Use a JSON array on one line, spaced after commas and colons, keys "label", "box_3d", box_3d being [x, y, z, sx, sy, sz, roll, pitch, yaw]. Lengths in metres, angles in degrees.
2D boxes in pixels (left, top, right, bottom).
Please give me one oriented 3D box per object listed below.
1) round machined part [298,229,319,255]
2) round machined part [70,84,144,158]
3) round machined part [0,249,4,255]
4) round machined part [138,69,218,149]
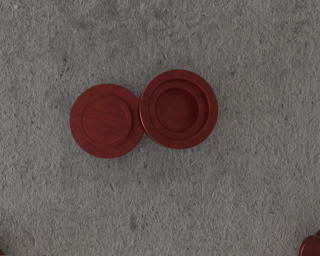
[{"label": "round machined part", "box_3d": [0.204, 0.168, 0.375, 0.042, 0.098, 0.097, 10, 90, 0]}, {"label": "round machined part", "box_3d": [-0.068, -0.009, 0.401, 0.099, 0.042, 0.097, 0, 90, 0]}, {"label": "round machined part", "box_3d": [-0.246, 0.184, 0.400, 0.099, 0.042, 0.097, 0, 90, 0]}, {"label": "round machined part", "box_3d": [0.020, -0.022, 0.395, 0.099, 0.042, 0.097, 0, 88, -12]}]
